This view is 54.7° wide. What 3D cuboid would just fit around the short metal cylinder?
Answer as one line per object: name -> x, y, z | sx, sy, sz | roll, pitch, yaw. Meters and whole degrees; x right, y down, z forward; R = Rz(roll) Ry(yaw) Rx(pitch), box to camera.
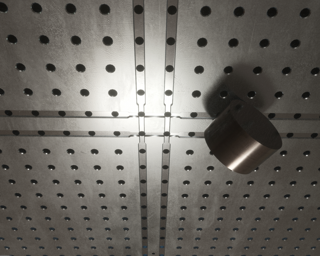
short metal cylinder -> 0.103, 0.010, 0.386 | 0.080, 0.080, 0.050 | 25, 126, -20
